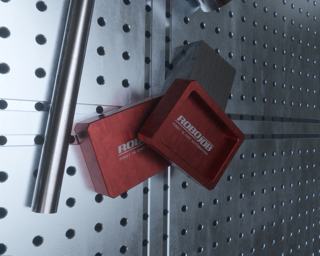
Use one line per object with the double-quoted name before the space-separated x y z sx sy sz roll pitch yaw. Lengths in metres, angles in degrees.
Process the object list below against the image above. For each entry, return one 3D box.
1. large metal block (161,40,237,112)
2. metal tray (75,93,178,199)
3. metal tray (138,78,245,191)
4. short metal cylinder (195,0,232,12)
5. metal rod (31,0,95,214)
"large metal block" 0.056 -0.064 0.439 0.080 0.050 0.080 30 72 -36
"metal tray" -0.028 0.016 0.382 0.131 0.030 0.089 -25 106 -37
"metal tray" 0.045 0.011 0.390 0.130 0.030 0.090 41 78 -35
"short metal cylinder" 0.080 -0.213 0.440 0.050 0.080 0.080 45 63 -31
"metal rod" -0.095 -0.063 0.329 0.025 0.025 0.298 14 81 -39
